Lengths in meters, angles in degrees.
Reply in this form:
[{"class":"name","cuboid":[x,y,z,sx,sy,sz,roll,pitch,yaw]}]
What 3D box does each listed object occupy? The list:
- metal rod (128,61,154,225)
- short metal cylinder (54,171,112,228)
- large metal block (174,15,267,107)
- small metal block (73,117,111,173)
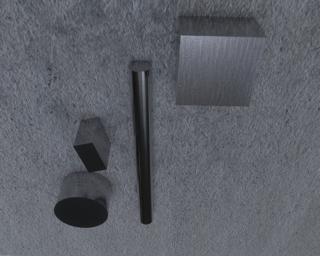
[{"class":"metal rod","cuboid":[-0.023,0.044,0.444,0.025,0.025,0.298,0,130,0]},{"class":"short metal cylinder","cuboid":[-0.119,0.112,0.485,0.081,0.050,0.079,0,130,0]},{"class":"large metal block","cuboid":[0.058,-0.071,0.331,0.081,0.050,0.079,1,130,-1]},{"class":"small metal block","cuboid":[-0.087,0.022,0.409,0.025,0.050,0.050,-11,129,9]}]
